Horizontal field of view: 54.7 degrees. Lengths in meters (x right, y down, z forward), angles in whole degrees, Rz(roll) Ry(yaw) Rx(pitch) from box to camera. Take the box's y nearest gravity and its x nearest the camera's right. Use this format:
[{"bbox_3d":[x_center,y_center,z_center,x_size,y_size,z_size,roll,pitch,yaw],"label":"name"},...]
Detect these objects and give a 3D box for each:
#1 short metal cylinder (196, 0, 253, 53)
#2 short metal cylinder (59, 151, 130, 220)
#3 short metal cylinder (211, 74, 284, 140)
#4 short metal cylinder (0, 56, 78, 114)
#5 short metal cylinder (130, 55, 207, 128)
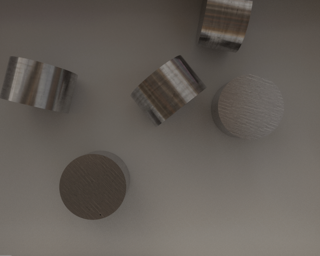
[{"bbox_3d":[0.077,-0.138,0.385,0.050,0.080,0.080,9,90,0],"label":"short metal cylinder"},{"bbox_3d":[-0.081,0.071,0.398,0.081,0.050,0.079,0,90,-1],"label":"short metal cylinder"},{"bbox_3d":[0.110,-0.026,0.400,0.081,0.050,0.079,0,90,-1],"label":"short metal cylinder"},{"bbox_3d":[-0.148,-0.051,0.382,0.080,0.080,0.050,14,90,-1],"label":"short metal cylinder"},{"bbox_3d":[0.011,-0.045,0.384,0.080,0.080,0.050,-38,90,0],"label":"short metal cylinder"}]
